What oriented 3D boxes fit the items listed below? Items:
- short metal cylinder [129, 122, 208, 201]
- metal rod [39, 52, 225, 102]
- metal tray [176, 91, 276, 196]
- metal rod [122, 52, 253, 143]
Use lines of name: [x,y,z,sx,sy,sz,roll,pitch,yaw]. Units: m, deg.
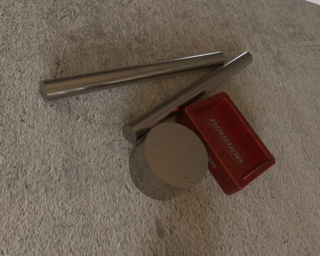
short metal cylinder: [0.010,0.040,0.368,0.081,0.050,0.080,14,56,-21]
metal rod: [-0.016,-0.080,0.443,0.302,0.025,0.025,-18,71,-35]
metal tray: [0.093,0.017,0.439,0.091,0.030,0.130,-25,75,-37]
metal rod: [0.060,-0.060,0.472,0.302,0.025,0.025,-35,81,-38]
